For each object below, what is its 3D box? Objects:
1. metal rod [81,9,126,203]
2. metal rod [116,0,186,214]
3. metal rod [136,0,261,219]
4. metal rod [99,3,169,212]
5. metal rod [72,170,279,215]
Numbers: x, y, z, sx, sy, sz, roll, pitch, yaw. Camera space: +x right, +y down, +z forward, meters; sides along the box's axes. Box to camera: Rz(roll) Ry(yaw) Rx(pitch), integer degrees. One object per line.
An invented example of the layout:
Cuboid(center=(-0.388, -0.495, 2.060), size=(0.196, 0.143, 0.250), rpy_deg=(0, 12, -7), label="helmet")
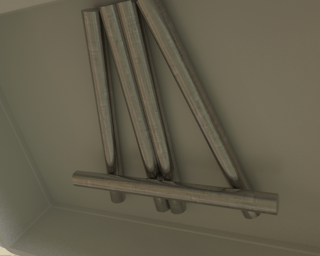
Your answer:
Cuboid(center=(-0.075, -0.011, 0.440), size=(0.025, 0.025, 0.298), rpy_deg=(11, 124, 22), label="metal rod")
Cuboid(center=(-0.004, -0.009, 0.404), size=(0.025, 0.025, 0.298), rpy_deg=(1, 119, 28), label="metal rod")
Cuboid(center=(0.054, -0.014, 0.370), size=(0.025, 0.025, 0.299), rpy_deg=(-17, 110, 35), label="metal rod")
Cuboid(center=(-0.026, -0.009, 0.415), size=(0.025, 0.025, 0.298), rpy_deg=(1, 119, 28), label="metal rod")
Cuboid(center=(0.002, 0.084, 0.424), size=(0.300, 0.025, 0.025), rpy_deg=(2, 119, 27), label="metal rod")
